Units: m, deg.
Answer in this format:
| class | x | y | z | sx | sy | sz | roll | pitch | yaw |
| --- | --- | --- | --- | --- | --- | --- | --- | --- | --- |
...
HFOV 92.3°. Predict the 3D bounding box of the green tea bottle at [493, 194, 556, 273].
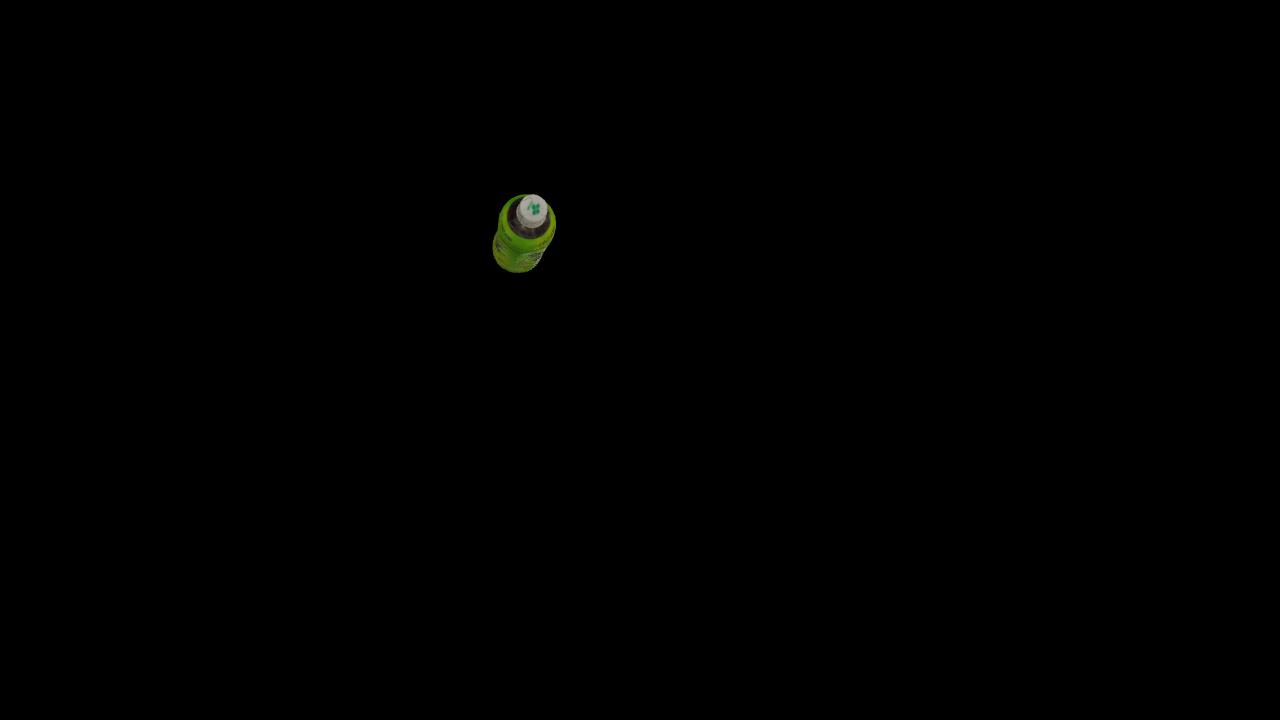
| class | x | y | z | sx | sy | sz | roll | pitch | yaw |
| --- | --- | --- | --- | --- | --- | --- | --- | --- | --- |
| green tea bottle | -0.144 | -0.161 | 0.765 | 0.073 | 0.073 | 0.212 | 0 | -4 | -15 |
